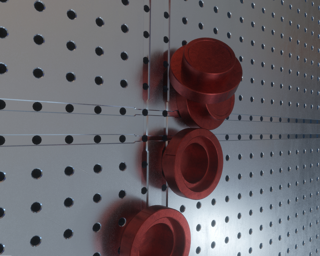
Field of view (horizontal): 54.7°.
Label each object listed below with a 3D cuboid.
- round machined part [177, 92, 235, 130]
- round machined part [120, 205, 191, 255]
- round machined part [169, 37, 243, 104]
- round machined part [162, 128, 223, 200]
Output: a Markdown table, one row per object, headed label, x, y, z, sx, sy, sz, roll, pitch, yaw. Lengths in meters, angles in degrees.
| label | x | y | z | sx | sy | sz | roll | pitch | yaw |
| --- | --- | --- | --- | --- | --- | --- | --- | --- | --- |
| round machined part | 0.075 | -0.045 | 0.463 | 0.099 | 0.042 | 0.097 | 0 | 90 | -40 |
| round machined part | -0.010 | 0.146 | 0.392 | 0.099 | 0.042 | 0.097 | 0 | 90 | -40 |
| round machined part | 0.063 | -0.083 | 0.416 | 0.098 | 0.098 | 0.042 | -48 | 162 | -29 |
| round machined part | 0.041 | 0.048 | 0.435 | 0.099 | 0.042 | 0.097 | 0 | 90 | -40 |
